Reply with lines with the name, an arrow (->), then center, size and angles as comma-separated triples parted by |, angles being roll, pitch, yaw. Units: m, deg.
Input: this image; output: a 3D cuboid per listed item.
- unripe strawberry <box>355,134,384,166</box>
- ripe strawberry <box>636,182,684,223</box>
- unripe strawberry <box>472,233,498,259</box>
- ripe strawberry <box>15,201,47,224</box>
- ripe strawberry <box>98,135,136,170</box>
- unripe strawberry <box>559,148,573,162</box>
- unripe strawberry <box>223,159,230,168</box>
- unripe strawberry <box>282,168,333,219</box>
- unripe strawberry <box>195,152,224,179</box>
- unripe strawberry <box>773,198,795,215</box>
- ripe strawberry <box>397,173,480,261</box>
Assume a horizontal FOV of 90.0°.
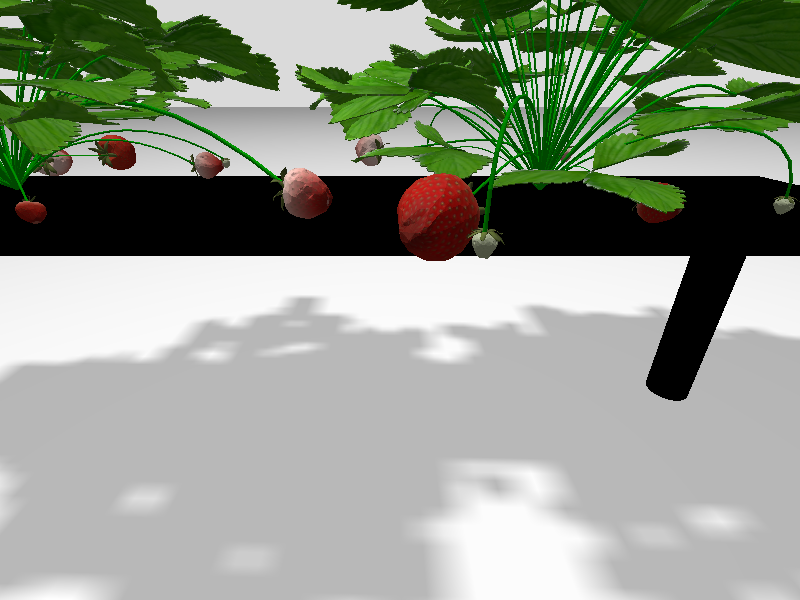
unripe strawberry -> -0.035, -0.170, 0.453 | 0.033, 0.034, 0.030 | 20, 34, 35
ripe strawberry -> 0.166, -0.061, 0.253 | 0.024, 0.025, 0.026 | -12, 30, -22
unripe strawberry -> 0.038, -0.025, 0.179 | 0.011, 0.012, 0.013 | 12, 30, 22
ripe strawberry -> -0.232, -0.055, 0.253 | 0.015, 0.015, 0.013 | -24, -11, -38
ripe strawberry -> -0.310, -0.164, 0.442 | 0.034, 0.036, 0.037 | 4, 27, 9
unripe strawberry -> 0.197, -0.173, 0.477 | 0.015, 0.016, 0.017 | 13, 30, 24
unripe strawberry -> -0.193, -0.151, 0.443 | 0.010, 0.010, 0.009 | -44, 44, -17
unripe strawberry -> -0.059, -0.066, 0.254 | 0.030, 0.032, 0.028 | 19, 31, 11
unripe strawberry -> -0.181, -0.128, 0.381 | 0.025, 0.024, 0.027 | -6, 28, -17
unripe strawberry -> 0.233, -0.057, 0.244 | 0.010, 0.010, 0.011 | 24, 35, 38
ripe strawberry -> 0.015, -0.037, 0.190 | 0.041, 0.043, 0.044 | 16, 32, 29
